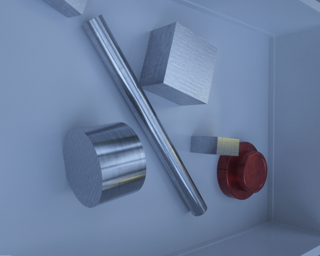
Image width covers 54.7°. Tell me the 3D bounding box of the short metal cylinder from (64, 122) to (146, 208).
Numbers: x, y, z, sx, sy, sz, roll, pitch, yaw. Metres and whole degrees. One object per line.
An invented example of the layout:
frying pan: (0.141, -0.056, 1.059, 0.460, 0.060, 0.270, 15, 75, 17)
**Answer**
short metal cylinder: (-0.059, 0.036, 0.323, 0.050, 0.080, 0.079, -11, 97, -40)

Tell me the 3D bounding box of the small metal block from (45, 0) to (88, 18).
small metal block: (-0.098, -0.151, 0.318, 0.050, 0.025, 0.050, 31, 71, -50)

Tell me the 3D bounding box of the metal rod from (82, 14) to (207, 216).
metal rod: (-0.009, 0.000, 0.401, 0.025, 0.025, 0.299, -44, 117, -31)

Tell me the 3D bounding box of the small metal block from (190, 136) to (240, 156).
small metal block: (0.082, 0.027, 0.462, 0.050, 0.050, 0.025, 7, 86, -40)

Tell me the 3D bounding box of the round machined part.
round machined part: (0.143, 0.072, 0.519, 0.099, 0.042, 0.097, 0, 90, -40)

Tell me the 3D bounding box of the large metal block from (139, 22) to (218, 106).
large metal block: (0.026, -0.081, 0.414, 0.080, 0.050, 0.080, 20, 78, -39)
